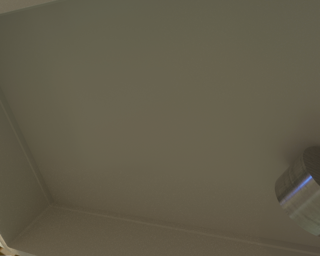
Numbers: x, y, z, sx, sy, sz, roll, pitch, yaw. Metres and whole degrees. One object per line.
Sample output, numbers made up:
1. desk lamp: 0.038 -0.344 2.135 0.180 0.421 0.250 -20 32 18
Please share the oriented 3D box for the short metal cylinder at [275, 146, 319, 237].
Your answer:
1. short metal cylinder: 0.170 0.065 0.324 0.080 0.080 0.050 31 129 8
